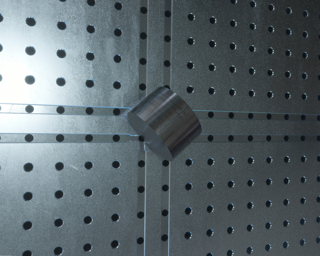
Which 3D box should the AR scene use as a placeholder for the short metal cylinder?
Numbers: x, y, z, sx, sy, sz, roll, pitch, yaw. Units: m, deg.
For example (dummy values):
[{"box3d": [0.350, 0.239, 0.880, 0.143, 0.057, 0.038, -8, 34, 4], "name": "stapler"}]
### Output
[{"box3d": [0.005, -0.005, 0.386, 0.050, 0.080, 0.080, -42, 104, -15], "name": "short metal cylinder"}]
